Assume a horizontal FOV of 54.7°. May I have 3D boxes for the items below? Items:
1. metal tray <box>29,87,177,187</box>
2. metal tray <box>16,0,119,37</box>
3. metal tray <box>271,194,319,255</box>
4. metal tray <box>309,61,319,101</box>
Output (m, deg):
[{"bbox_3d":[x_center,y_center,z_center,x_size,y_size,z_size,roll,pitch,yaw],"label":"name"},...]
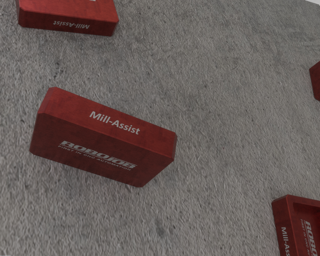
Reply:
[{"bbox_3d":[-0.060,0.016,0.319,0.131,0.090,0.030,21,54,-16],"label":"metal tray"},{"bbox_3d":[-0.132,-0.180,0.439,0.131,0.030,0.090,-3,63,-30],"label":"metal tray"},{"bbox_3d":[0.203,0.161,0.411,0.091,0.030,0.130,14,56,-20],"label":"metal tray"},{"bbox_3d":[0.381,-0.079,0.653,0.131,0.030,0.090,21,54,-16],"label":"metal tray"}]
